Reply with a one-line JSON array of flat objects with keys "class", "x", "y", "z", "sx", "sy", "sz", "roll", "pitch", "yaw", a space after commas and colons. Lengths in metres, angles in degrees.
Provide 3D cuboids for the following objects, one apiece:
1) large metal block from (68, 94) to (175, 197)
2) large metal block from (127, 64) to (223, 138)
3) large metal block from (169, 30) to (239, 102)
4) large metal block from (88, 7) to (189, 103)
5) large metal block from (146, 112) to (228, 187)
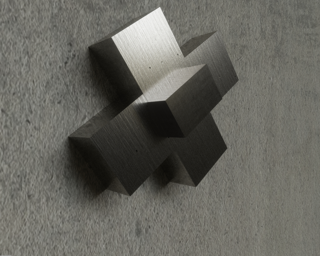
[{"class": "large metal block", "x": -0.041, "y": 0.018, "z": 0.356, "sx": 0.080, "sy": 0.050, "sz": 0.080, "roll": -44, "pitch": 117, "yaw": -31}, {"class": "large metal block", "x": 0.016, "y": -0.033, "z": 0.385, "sx": 0.080, "sy": 0.080, "sz": 0.050, "roll": -44, "pitch": 117, "yaw": -31}, {"class": "large metal block", "x": 0.057, "y": -0.079, "z": 0.439, "sx": 0.080, "sy": 0.050, "sz": 0.080, "roll": -44, "pitch": 117, "yaw": -31}, {"class": "large metal block", "x": -0.023, "y": -0.085, "z": 0.371, "sx": 0.080, "sy": 0.050, "sz": 0.080, "roll": -44, "pitch": 117, "yaw": -31}, {"class": "large metal block", "x": 0.037, "y": 0.020, "z": 0.422, "sx": 0.080, "sy": 0.050, "sz": 0.080, "roll": -44, "pitch": 117, "yaw": -31}]
